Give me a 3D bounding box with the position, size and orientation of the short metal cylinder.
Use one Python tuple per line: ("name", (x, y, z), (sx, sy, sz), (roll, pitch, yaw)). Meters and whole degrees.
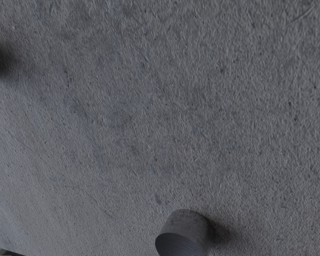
("short metal cylinder", (0.039, 0.173, 0.477), (0.080, 0.050, 0.079), (13, 124, 21))
